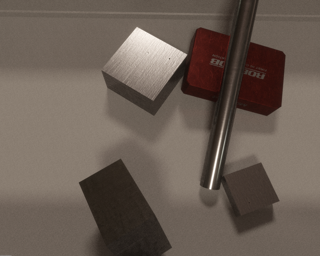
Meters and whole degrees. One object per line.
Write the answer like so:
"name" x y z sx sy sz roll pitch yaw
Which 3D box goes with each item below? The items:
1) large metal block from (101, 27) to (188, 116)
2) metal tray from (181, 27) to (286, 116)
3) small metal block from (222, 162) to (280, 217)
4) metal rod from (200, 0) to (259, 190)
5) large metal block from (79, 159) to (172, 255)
"large metal block" -0.020 -0.077 0.424 0.080 0.050 0.080 32 73 11
"metal tray" 0.102 -0.077 0.425 0.131 0.030 0.090 14 70 -6
"small metal block" 0.110 0.076 0.383 0.050 0.025 0.050 -18 71 -7
"metal rod" 0.090 -0.073 0.374 0.025 0.025 0.298 11 94 3
"large metal block" -0.036 0.094 0.332 0.050 0.080 0.080 -30 48 -11
